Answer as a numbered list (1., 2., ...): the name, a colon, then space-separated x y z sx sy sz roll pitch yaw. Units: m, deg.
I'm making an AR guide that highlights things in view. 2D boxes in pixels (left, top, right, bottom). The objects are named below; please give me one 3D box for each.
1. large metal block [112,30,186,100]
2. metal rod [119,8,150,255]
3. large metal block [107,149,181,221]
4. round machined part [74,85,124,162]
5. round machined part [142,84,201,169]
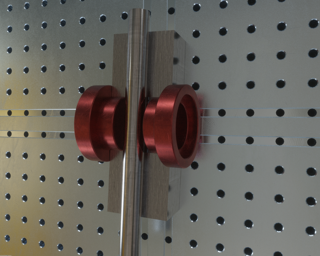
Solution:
1. large metal block: -0.014 -0.078 0.404 0.080 0.050 0.079 2 91 20
2. metal rod: -0.031 0.011 0.370 0.025 0.025 0.298 3 91 20
3. large metal block: -0.019 0.069 0.405 0.080 0.050 0.079 3 91 20
4. round machined part: -0.062 -0.006 0.395 0.042 0.098 0.097 2 91 20
5. round machined part: 0.013 -0.002 0.369 0.042 0.098 0.097 2 91 25
